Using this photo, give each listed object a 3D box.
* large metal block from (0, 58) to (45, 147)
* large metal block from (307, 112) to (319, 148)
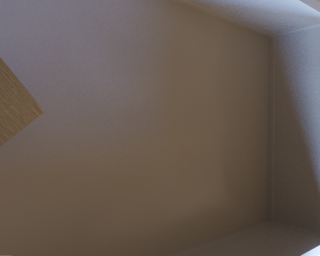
[{"bbox_3d":[-0.161,-0.020,0.256,0.080,0.050,0.080,-47,119,-30],"label":"large metal block"},{"bbox_3d":[0.401,0.004,0.714,0.080,0.080,0.050,-43,116,-32],"label":"large metal block"}]
